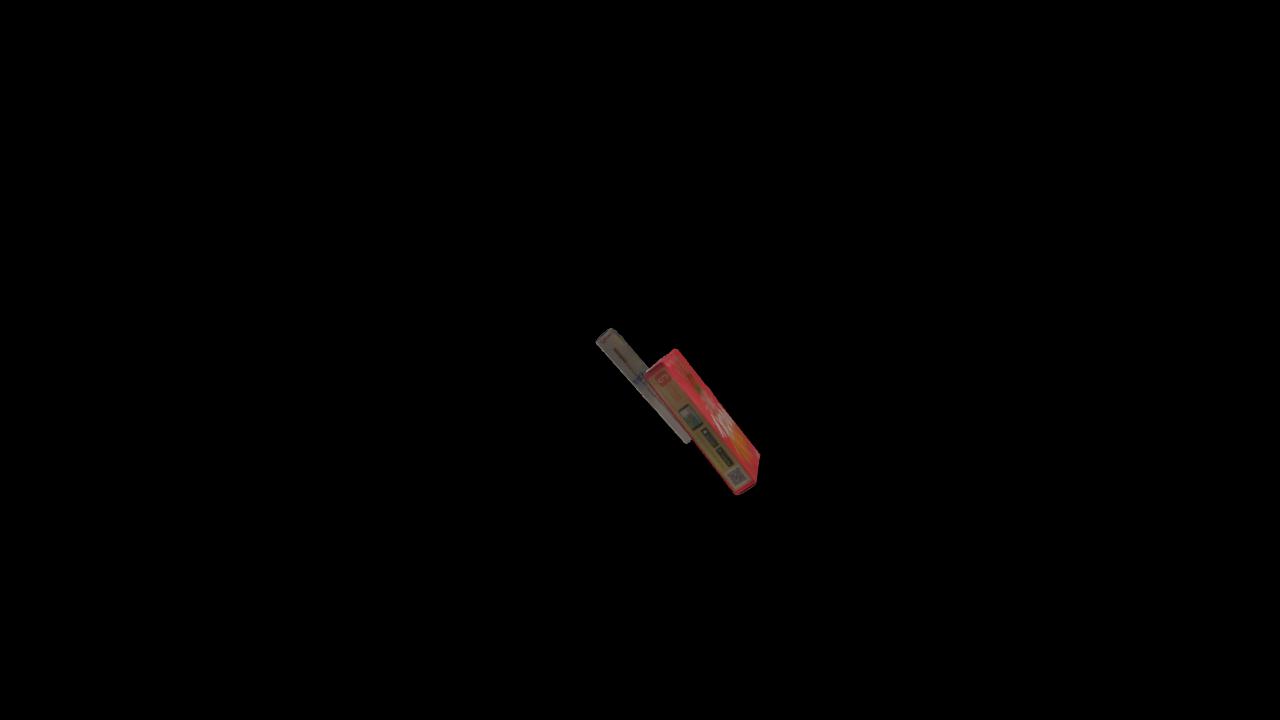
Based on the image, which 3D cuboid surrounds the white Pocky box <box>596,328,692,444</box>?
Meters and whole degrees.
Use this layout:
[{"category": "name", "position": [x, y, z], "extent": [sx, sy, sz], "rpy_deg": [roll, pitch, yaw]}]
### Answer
[{"category": "white Pocky box", "position": [0.012, 0.031, 0.717], "extent": [0.028, 0.154, 0.084], "rpy_deg": [-41, -8, 0]}]

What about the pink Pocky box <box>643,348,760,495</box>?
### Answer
[{"category": "pink Pocky box", "position": [0.068, 0.061, 0.643], "extent": [0.029, 0.155, 0.084], "rpy_deg": [-38, 0, 17]}]
